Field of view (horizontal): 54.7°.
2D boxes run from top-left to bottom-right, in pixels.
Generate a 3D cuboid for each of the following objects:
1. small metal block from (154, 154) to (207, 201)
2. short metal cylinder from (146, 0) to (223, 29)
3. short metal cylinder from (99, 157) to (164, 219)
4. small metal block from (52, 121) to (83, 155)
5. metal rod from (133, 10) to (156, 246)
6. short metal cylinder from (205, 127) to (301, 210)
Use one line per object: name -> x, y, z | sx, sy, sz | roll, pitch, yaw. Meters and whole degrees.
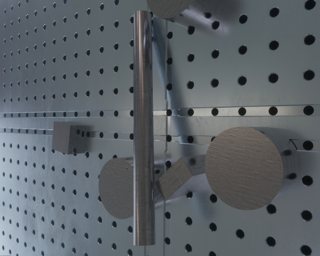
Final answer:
small metal block -> 0.030, 0.058, 0.368 | 0.050, 0.050, 0.025 | -48, 62, 29
short metal cylinder -> 0.030, -0.165, 0.369 | 0.080, 0.050, 0.079 | 0, 90, 40
short metal cylinder -> -0.039, 0.079, 0.425 | 0.080, 0.050, 0.079 | 0, 90, 40
small metal block -> -0.164, 0.016, 0.544 | 0.050, 0.025, 0.050 | 10, 97, 39
metal rod -> -0.021, -0.012, 0.391 | 0.025, 0.025, 0.299 | -14, 70, 39
short metal cylinder -> 0.094, 0.038, 0.316 | 0.080, 0.050, 0.079 | 0, 90, 40
